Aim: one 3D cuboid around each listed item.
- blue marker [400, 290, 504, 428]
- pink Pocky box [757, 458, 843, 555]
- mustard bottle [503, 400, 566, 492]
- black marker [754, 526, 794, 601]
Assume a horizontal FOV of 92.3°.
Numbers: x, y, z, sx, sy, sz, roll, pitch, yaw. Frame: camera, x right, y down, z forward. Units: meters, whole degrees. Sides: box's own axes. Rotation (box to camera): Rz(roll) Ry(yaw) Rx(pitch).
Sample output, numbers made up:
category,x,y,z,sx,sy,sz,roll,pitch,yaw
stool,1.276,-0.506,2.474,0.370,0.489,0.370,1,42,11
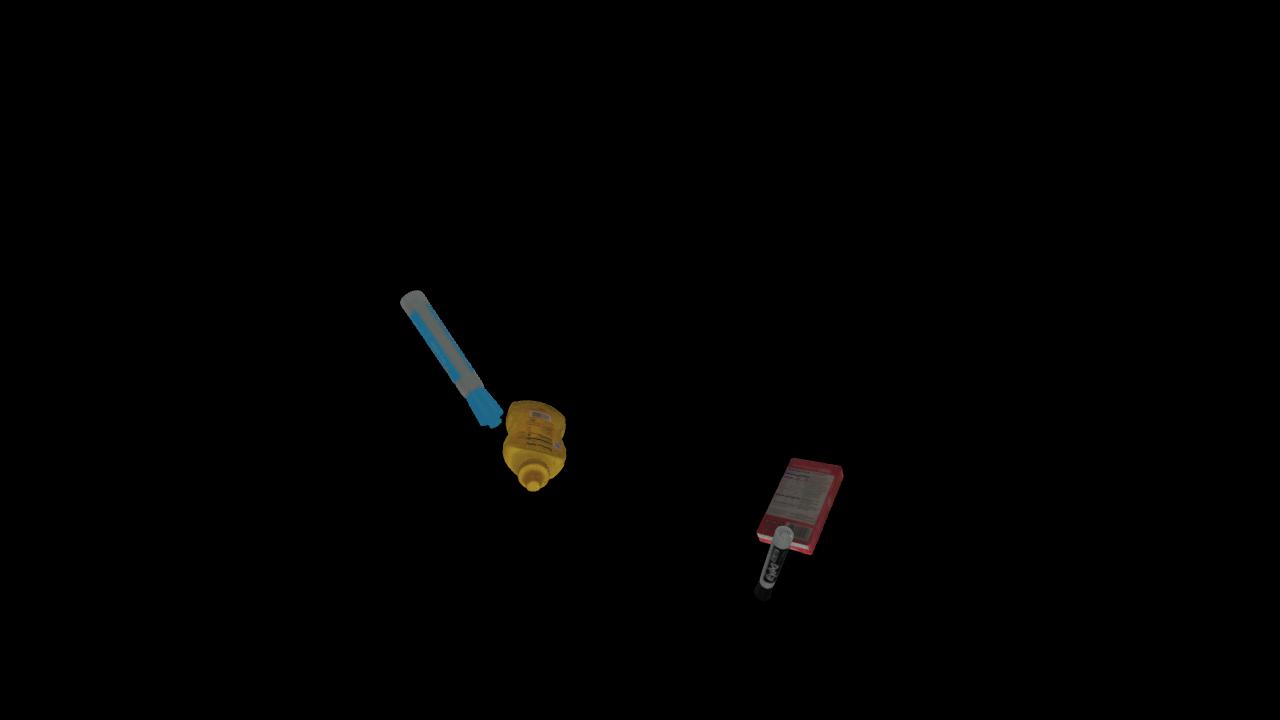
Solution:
category,x,y,z,sx,sy,sz,roll,pitch,yaw
blue marker,-0.137,-0.001,0.449,0.020,0.121,0.020,-35,-15,-11
pink Pocky box,0.247,0.220,0.942,0.084,0.029,0.155,5,43,36
mustard bottle,-0.149,0.125,0.873,0.092,0.054,0.184,23,20,-18
black marker,0.140,0.219,0.653,0.020,0.121,0.020,3,40,-2
